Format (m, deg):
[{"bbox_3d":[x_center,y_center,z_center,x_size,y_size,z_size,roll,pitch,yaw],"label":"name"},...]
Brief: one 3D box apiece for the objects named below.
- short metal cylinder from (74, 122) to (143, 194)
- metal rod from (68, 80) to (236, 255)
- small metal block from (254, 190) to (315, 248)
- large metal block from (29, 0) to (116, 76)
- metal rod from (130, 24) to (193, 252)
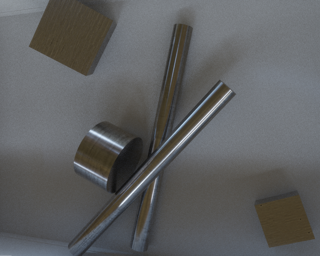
[{"bbox_3d":[-0.065,0.038,0.403,0.050,0.080,0.080,26,98,18],"label":"short metal cylinder"},{"bbox_3d":[-0.020,0.061,0.389,0.025,0.025,0.299,46,106,14],"label":"metal rod"},{"bbox_3d":[0.144,0.105,0.360,0.050,0.025,0.050,-20,84,18],"label":"small metal block"},{"bbox_3d":[-0.115,-0.126,0.421,0.080,0.050,0.080,27,100,-8],"label":"large metal block"},{"bbox_3d":[0.001,0.015,0.409,0.025,0.025,0.298,13,94,19],"label":"metal rod"}]
